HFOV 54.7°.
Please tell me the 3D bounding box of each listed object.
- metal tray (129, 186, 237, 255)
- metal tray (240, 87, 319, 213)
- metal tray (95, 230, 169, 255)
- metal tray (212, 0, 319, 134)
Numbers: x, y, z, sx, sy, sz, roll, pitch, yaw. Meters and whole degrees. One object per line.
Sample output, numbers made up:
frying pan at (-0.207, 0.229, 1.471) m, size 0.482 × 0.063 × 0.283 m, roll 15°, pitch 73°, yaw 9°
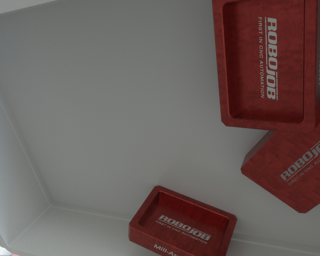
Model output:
metal tray at (0.033, 0.140, 0.436) m, size 0.130 × 0.090 × 0.030 m, roll 19°, pitch 126°, yaw 17°
metal tray at (0.162, 0.027, 0.337) m, size 0.090 × 0.030 × 0.129 m, roll 35°, pitch 129°, yaw 5°
metal tray at (-0.047, 0.223, 0.531) m, size 0.130 × 0.090 × 0.030 m, roll -6°, pitch 115°, yaw 31°
metal tray at (0.100, -0.063, 0.289) m, size 0.090 × 0.030 × 0.129 m, roll 6°, pitch 113°, yaw 37°
